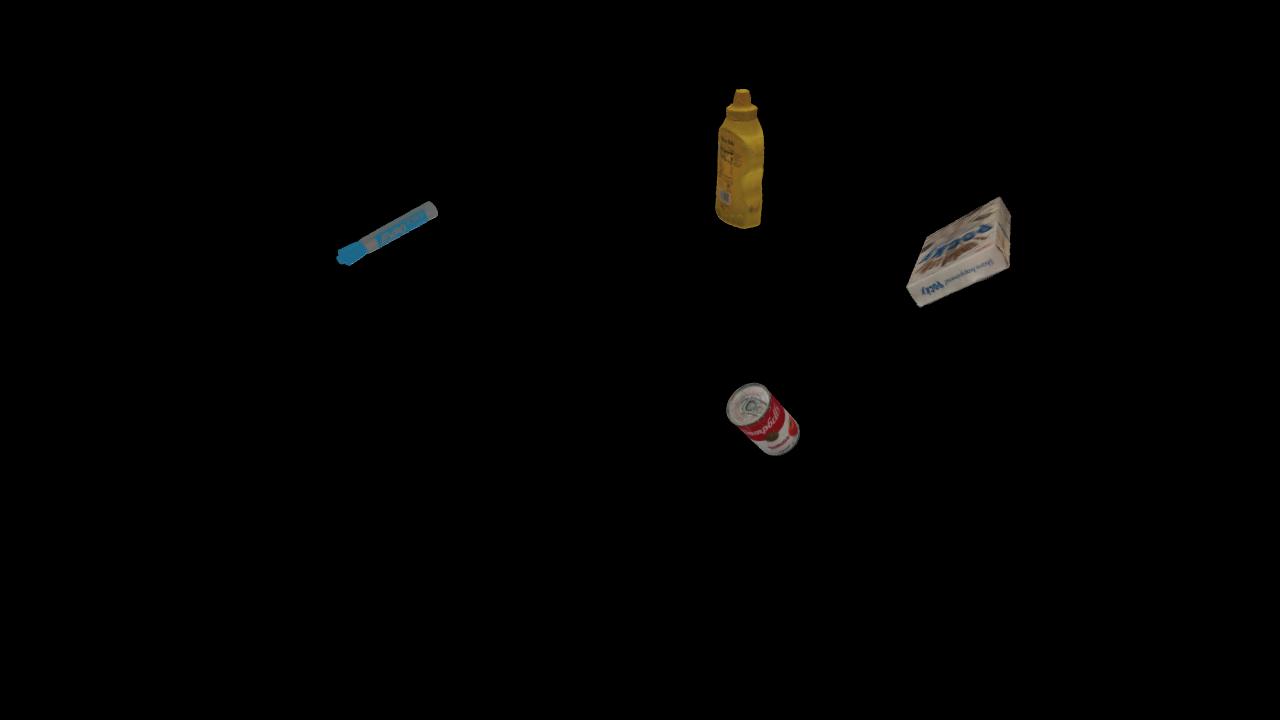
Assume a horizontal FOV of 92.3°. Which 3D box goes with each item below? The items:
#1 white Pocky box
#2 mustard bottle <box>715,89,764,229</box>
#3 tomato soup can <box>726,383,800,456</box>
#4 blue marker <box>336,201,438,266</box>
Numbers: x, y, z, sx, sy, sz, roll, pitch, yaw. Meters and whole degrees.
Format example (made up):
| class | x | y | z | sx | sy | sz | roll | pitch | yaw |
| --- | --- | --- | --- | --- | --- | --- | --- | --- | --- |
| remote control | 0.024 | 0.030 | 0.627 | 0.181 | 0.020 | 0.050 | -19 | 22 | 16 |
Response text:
| class | x | y | z | sx | sy | sz | roll | pitch | yaw |
| --- | --- | --- | --- | --- | --- | --- | --- | --- | --- |
| white Pocky box | 0.315 | -0.107 | 0.601 | 0.084 | 0.028 | 0.154 | -30 | 9 | 40 |
| mustard bottle | 0.141 | -0.287 | 0.873 | 0.054 | 0.184 | 0.092 | -13 | 37 | -12 |
| tomato soup can | 0.176 | 0.086 | 0.872 | 0.068 | 0.068 | 0.101 | 0 | -32 | 43 |
| blue marker | -0.268 | -0.135 | 0.655 | 0.020 | 0.020 | 0.121 | 0 | 35 | 47 |
